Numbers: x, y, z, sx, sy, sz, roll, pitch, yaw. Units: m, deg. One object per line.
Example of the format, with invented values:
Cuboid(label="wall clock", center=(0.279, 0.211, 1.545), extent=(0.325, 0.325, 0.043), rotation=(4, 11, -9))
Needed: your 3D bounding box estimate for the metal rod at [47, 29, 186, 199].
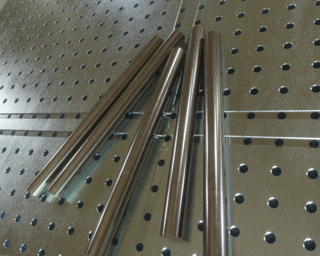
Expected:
Cuboid(label="metal rod", center=(-0.059, -0.027, 0.457), extent=(0.025, 0.025, 0.300), rotation=(29, 77, 37))

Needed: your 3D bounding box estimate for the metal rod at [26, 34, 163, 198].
Cuboid(label="metal rod", center=(-0.092, -0.023, 0.471), extent=(0.025, 0.025, 0.300), rotation=(31, 79, 38))

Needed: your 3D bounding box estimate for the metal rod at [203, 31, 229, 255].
Cuboid(label="metal rod", center=(0.065, -0.002, 0.376), extent=(0.025, 0.025, 0.300), rotation=(-9, 57, 23))

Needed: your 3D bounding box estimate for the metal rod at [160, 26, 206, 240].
Cuboid(label="metal rod", center=(0.034, -0.014, 0.400), extent=(0.025, 0.025, 0.300), rotation=(-5, 59, 26))

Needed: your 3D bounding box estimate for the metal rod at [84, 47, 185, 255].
Cuboid(label="metal rod", center=(-0.023, 0.018, 0.411), extent=(0.025, 0.025, 0.300), rotation=(8, 66, 32))
